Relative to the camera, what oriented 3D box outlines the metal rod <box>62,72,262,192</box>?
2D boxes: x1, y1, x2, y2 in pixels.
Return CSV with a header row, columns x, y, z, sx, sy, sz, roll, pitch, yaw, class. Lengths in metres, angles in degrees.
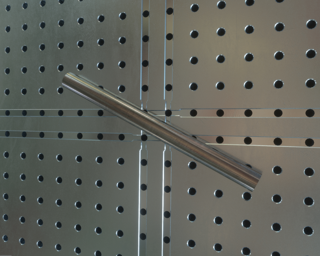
x,y,z,sx,sy,sz,roll,pitch,yaw,class
-0.010,-0.003,0.415,0.301,0.025,0.025,29,99,17,metal rod
